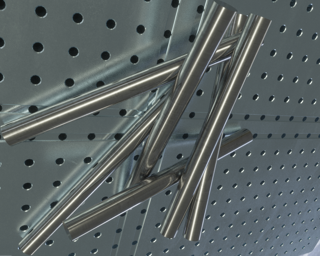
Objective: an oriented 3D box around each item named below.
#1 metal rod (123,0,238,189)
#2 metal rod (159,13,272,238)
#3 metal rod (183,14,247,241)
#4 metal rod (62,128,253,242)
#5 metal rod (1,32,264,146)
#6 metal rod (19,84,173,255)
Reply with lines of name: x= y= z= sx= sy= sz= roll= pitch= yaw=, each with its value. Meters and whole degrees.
metal rod: x=0.006 y=-0.002 z=0.370 sx=0.025 sy=0.025 sz=0.298 roll=4 pitch=130 yaw=-30
metal rod: x=0.058 y=0.014 z=0.379 sx=0.025 sy=0.025 sz=0.298 roll=6 pitch=115 yaw=-31
metal rod: x=0.070 y=0.007 z=0.406 sx=0.025 sy=0.025 sz=0.298 roll=4 pitch=102 yaw=-30
metal rod: x=0.018 y=0.063 z=0.418 sx=0.302 sy=0.025 sz=0.025 roll=-23 pitch=128 yaw=-30
metal rod: x=-0.023 y=-0.050 z=0.346 sx=0.301 sy=0.025 sz=0.025 roll=-23 pitch=127 yaw=-7
metal rod: x=-0.072 y=0.052 z=0.403 sx=0.300 sy=0.025 sz=0.025 roll=-46 pitch=129 yaw=3
